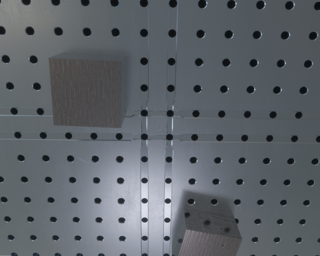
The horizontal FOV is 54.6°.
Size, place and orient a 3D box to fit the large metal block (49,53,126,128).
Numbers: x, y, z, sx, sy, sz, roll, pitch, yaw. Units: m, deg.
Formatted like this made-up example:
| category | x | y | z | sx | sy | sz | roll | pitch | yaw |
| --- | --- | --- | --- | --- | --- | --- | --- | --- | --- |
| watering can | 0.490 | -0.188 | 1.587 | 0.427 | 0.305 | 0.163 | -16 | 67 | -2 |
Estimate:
| category | x | y | z | sx | sy | sz | roll | pitch | yaw |
| --- | --- | --- | --- | --- | --- | --- | --- | --- | --- |
| large metal block | -0.085 | -0.047 | 0.382 | 0.080 | 0.050 | 0.079 | 2 | 110 | -1 |

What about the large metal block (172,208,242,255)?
| category | x | y | z | sx | sy | sz | roll | pitch | yaw |
| --- | --- | --- | --- | --- | --- | --- | --- | --- | --- |
| large metal block | 0.067 | 0.175 | 0.465 | 0.080 | 0.050 | 0.079 | 12 | 110 | -5 |
